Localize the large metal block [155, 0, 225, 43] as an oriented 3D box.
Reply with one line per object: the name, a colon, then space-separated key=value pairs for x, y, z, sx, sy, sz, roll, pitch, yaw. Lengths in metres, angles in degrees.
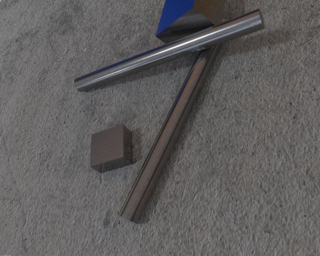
large metal block: x=0.045 y=-0.166 z=0.445 sx=0.080 sy=0.050 sz=0.080 roll=-21 pitch=48 yaw=50

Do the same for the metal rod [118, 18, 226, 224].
metal rod: x=0.026 y=-0.022 z=0.402 sx=0.025 sy=0.025 sz=0.300 roll=14 pitch=69 yaw=33

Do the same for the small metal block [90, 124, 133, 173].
small metal block: x=-0.065 y=0.028 z=0.419 sx=0.050 sy=0.025 sz=0.050 roll=-18 pitch=55 yaw=17

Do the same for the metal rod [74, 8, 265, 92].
metal rod: x=-0.006 y=-0.102 z=0.445 sx=0.300 sy=0.025 sz=0.025 roll=-13 pitch=56 yaw=28
